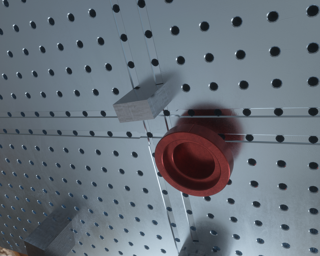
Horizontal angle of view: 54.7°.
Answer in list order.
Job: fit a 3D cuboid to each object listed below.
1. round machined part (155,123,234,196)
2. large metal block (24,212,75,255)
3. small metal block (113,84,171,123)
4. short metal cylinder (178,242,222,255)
[{"bbox_3d":[0.046,0.037,0.399,0.098,0.042,0.097,13,124,21],"label":"round machined part"},{"bbox_3d":[-0.225,0.238,0.641,0.050,0.080,0.079,16,125,19],"label":"large metal block"},{"bbox_3d":[-0.022,-0.031,0.387,0.050,0.050,0.025,-5,116,30],"label":"small metal block"},{"bbox_3d":[0.063,0.235,0.508,0.080,0.050,0.079,13,124,21],"label":"short metal cylinder"}]
